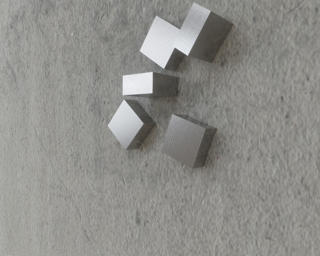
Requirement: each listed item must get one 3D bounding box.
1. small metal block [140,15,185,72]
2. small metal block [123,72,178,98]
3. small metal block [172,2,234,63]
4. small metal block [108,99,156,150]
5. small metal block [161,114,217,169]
[{"bbox_3d":[0.008,-0.108,0.397,0.050,0.025,0.050,42,115,31],"label":"small metal block"},{"bbox_3d":[-0.012,-0.054,0.397,0.050,0.050,0.025,1,91,39],"label":"small metal block"},{"bbox_3d":[0.049,-0.105,0.347,0.025,0.050,0.050,42,115,32],"label":"small metal block"},{"bbox_3d":[-0.041,-0.005,0.436,0.050,0.025,0.050,50,119,28],"label":"small metal block"},{"bbox_3d":[0.034,0.015,0.375,0.050,0.025,0.050,26,106,36],"label":"small metal block"}]
